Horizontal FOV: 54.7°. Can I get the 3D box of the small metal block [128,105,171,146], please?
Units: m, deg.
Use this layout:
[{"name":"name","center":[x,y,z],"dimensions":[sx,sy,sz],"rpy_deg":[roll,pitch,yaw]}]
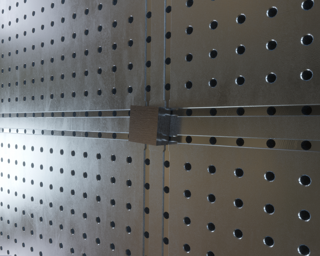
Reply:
[{"name":"small metal block","center":[-0.015,-0.004,0.419],"dimensions":[0.050,0.025,0.050],"rpy_deg":[7,94,39]}]
